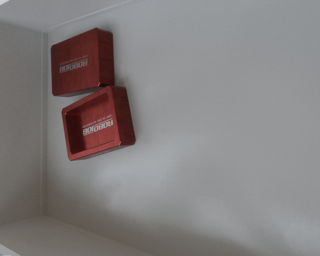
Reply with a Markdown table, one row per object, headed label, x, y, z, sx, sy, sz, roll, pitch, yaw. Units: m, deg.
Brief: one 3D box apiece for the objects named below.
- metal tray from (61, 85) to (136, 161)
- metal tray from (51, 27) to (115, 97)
| label | x | y | z | sx | sy | sz | roll | pitch | yaw |
| --- | --- | --- | --- | --- | --- | --- | --- | --- | --- |
| metal tray | -0.101 | -0.004 | 0.486 | 0.130 | 0.030 | 0.090 | -18 | 79 | 38 |
| metal tray | -0.131 | -0.103 | 0.512 | 0.130 | 0.030 | 0.089 | -4 | 87 | 40 |
